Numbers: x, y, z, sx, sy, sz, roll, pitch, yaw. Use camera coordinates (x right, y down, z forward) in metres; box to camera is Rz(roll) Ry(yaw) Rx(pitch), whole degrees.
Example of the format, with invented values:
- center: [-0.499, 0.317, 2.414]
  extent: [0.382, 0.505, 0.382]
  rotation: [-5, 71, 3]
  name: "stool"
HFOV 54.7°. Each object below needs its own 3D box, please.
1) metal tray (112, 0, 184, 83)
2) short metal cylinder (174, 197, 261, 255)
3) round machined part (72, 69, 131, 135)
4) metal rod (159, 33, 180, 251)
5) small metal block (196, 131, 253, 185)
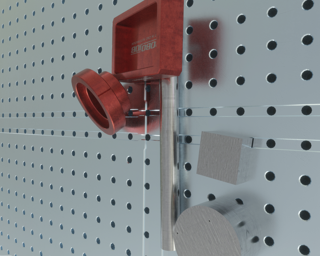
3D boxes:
- center: [-0.021, -0.107, 0.395]
  extent: [0.130, 0.030, 0.089]
  rotation: [6, 95, 57]
  name: "metal tray"
- center: [0.062, 0.121, 0.340]
  extent: [0.080, 0.050, 0.079]
  rotation: [0, 90, 39]
  name: "short metal cylinder"
- center: [-0.079, -0.041, 0.440]
  extent: [0.098, 0.042, 0.097]
  rotation: [41, 153, 26]
  name: "round machined part"
- center: [0.012, 0.003, 0.397]
  extent: [0.025, 0.025, 0.298]
  rotation: [-1, 89, 39]
  name: "metal rod"
- center: [0.072, 0.032, 0.349]
  extent: [0.050, 0.025, 0.050]
  rotation: [11, 97, 39]
  name: "small metal block"
